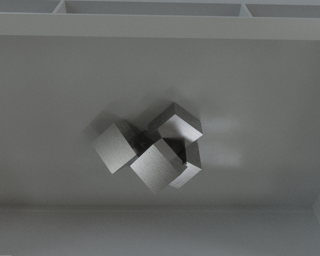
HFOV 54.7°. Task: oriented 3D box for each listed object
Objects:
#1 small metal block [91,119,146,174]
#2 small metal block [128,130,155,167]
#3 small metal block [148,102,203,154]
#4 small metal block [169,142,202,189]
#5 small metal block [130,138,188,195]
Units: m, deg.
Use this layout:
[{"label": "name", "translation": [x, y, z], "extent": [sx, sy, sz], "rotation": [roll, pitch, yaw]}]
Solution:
[{"label": "small metal block", "translation": [-0.055, 0.025, 0.411], "extent": [0.050, 0.025, 0.050], "rotation": [-40, 82, 28]}, {"label": "small metal block", "translation": [-0.019, 0.038, 0.439], "extent": [0.050, 0.025, 0.050], "rotation": [35, 122, -26]}, {"label": "small metal block", "translation": [0.020, 0.002, 0.409], "extent": [0.050, 0.025, 0.050], "rotation": [35, 122, -26]}, {"label": "small metal block", "translation": [0.030, 0.048, 0.432], "extent": [0.025, 0.050, 0.050], "rotation": [29, 124, -22]}, {"label": "small metal block", "translation": [-0.002, 0.050, 0.401], "extent": [0.050, 0.025, 0.050], "rotation": [49, 121, 5]}]
